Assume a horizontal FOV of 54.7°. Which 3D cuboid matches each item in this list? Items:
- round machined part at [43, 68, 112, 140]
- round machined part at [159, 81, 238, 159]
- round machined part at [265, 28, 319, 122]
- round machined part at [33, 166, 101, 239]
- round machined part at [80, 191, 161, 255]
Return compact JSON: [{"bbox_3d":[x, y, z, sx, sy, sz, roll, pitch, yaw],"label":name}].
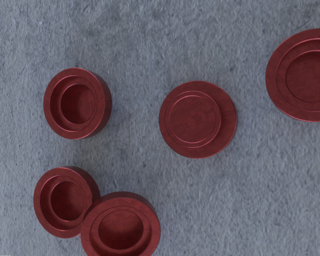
[{"bbox_3d":[-0.111,-0.033,0.438,0.098,0.042,0.097,0,90,19],"label":"round machined part"},{"bbox_3d":[0.044,-0.010,0.384,0.098,0.042,0.097,0,90,19],"label":"round machined part"},{"bbox_3d":[0.168,-0.055,0.341,0.098,0.042,0.097,0,90,19],"label":"round machined part"},{"bbox_3d":[-0.127,0.103,0.443,0.098,0.042,0.097,0,90,19],"label":"round machined part"},{"bbox_3d":[-0.050,0.128,0.402,0.099,0.042,0.097,-2,101,-8],"label":"round machined part"}]
